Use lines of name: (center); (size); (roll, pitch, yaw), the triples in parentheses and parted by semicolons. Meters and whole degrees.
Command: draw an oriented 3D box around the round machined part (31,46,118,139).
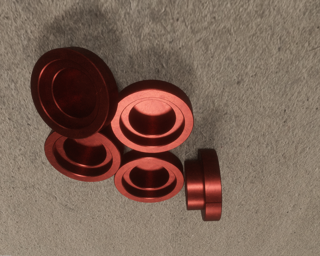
round machined part: (-0.089, -0.040, 0.343); (0.098, 0.042, 0.097); (7, 111, 20)

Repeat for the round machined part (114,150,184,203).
round machined part: (-0.015, 0.062, 0.449); (0.099, 0.042, 0.097); (-1, 130, 0)

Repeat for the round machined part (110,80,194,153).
round machined part: (-0.009, -0.018, 0.380); (0.099, 0.042, 0.097); (-1, 130, 0)

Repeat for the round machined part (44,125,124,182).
round machined part: (-0.097, 0.023, 0.411); (0.099, 0.042, 0.097); (2, 128, 3)

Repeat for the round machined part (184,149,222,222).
round machined part: (0.056, 0.078, 0.427); (0.042, 0.098, 0.097); (-3, 130, 2)
